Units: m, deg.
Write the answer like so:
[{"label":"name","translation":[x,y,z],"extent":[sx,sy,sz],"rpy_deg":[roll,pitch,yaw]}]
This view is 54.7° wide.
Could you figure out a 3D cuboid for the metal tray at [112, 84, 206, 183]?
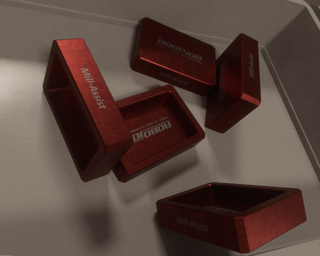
[{"label":"metal tray","translation":[-0.015,0.002,0.394],"extent":[0.131,0.030,0.090],"rpy_deg":[-23,75,-37]}]

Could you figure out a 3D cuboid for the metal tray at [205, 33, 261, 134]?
[{"label":"metal tray","translation":[0.108,-0.067,0.465],"extent":[0.030,0.090,0.130],"rpy_deg":[22,54,-16]}]

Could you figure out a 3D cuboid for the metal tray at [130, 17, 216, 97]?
[{"label":"metal tray","translation":[0.024,-0.111,0.485],"extent":[0.131,0.030,0.090],"rpy_deg":[18,55,-19]}]

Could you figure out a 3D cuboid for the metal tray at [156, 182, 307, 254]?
[{"label":"metal tray","translation":[0.067,0.085,0.323],"extent":[0.091,0.130,0.030],"rpy_deg":[-11,90,-33]}]

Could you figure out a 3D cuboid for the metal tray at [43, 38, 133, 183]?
[{"label":"metal tray","translation":[-0.083,-0.018,0.330],"extent":[0.030,0.090,0.130],"rpy_deg":[-17,71,-35]}]
